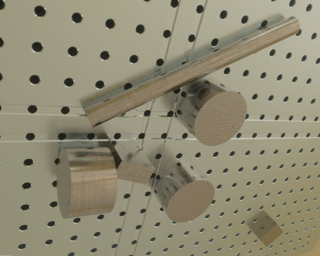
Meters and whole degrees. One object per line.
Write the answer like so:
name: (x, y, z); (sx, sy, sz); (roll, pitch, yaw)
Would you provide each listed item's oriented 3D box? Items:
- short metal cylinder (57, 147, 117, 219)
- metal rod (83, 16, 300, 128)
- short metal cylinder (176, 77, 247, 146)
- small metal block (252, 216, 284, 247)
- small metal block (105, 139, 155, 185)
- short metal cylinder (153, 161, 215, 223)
short metal cylinder: (-0.089, 0.063, 0.366); (0.050, 0.080, 0.079); (0, 118, -29)
metal rod: (0.049, -0.076, 0.390); (0.302, 0.025, 0.025); (-26, 128, -12)
short metal cylinder: (0.069, -0.023, 0.418); (0.081, 0.050, 0.079); (-14, 124, -21)
small metal block: (0.238, 0.228, 0.682); (0.050, 0.025, 0.050); (-42, 130, 0)
small metal block: (-0.042, 0.044, 0.399); (0.050, 0.050, 0.025); (20, 108, -36)
short metal cylinder: (0.036, 0.097, 0.474); (0.081, 0.050, 0.079); (-14, 124, -21)
